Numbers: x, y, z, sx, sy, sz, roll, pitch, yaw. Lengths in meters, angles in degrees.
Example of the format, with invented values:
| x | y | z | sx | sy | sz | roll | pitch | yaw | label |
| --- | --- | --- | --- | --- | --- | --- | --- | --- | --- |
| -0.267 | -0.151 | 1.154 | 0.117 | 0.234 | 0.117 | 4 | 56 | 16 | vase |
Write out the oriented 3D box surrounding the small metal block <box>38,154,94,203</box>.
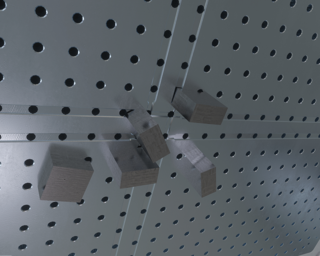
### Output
| x | y | z | sx | sy | sz | roll | pitch | yaw | label |
| --- | --- | --- | --- | --- | --- | --- | --- | --- | --- |
| -0.117 | 0.064 | 0.386 | 0.050 | 0.025 | 0.050 | 14 | 111 | -34 | small metal block |

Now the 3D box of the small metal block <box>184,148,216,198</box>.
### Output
| x | y | z | sx | sy | sz | roll | pitch | yaw | label |
| --- | --- | --- | --- | --- | --- | --- | --- | --- | --- |
| 0.060 | 0.067 | 0.469 | 0.025 | 0.050 | 0.050 | -20 | 126 | -17 | small metal block |

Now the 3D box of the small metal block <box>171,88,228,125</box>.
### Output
| x | y | z | sx | sy | sz | roll | pitch | yaw | label |
| --- | --- | --- | --- | --- | --- | --- | --- | --- | --- |
| 0.051 | -0.028 | 0.404 | 0.050 | 0.050 | 0.025 | 5 | 116 | -31 | small metal block |

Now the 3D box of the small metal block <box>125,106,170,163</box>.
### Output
| x | y | z | sx | sy | sz | roll | pitch | yaw | label |
| --- | --- | --- | --- | --- | --- | --- | --- | --- | --- |
| -0.016 | 0.008 | 0.390 | 0.025 | 0.050 | 0.050 | -30 | 129 | -9 | small metal block |

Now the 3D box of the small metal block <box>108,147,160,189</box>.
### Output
| x | y | z | sx | sy | sz | roll | pitch | yaw | label |
| --- | --- | --- | --- | --- | --- | --- | --- | --- | --- |
| -0.035 | 0.051 | 0.406 | 0.050 | 0.050 | 0.025 | -4 | 120 | -27 | small metal block |
